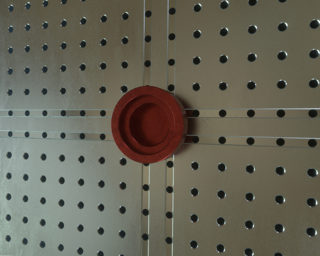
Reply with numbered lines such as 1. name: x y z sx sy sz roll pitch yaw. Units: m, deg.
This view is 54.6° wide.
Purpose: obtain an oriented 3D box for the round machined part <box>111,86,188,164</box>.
1. round machined part: -0.011 -0.004 0.407 0.098 0.042 0.097 0 90 20
